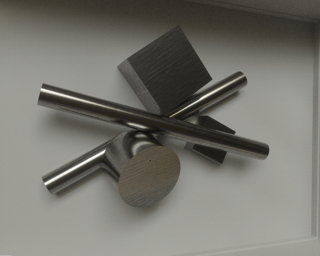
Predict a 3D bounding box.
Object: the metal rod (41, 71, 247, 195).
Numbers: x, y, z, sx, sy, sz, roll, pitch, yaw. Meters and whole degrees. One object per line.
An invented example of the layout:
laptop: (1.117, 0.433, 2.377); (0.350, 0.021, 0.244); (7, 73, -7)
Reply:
metal rod: (-0.006, -0.002, 0.407); (0.302, 0.025, 0.025); (-29, 100, -18)

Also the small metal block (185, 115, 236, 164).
small metal block: (0.071, 0.016, 0.435); (0.050, 0.025, 0.050); (28, 81, -18)

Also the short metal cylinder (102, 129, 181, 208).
short metal cylinder: (-0.023, 0.047, 0.373); (0.081, 0.050, 0.079); (-14, 119, -27)

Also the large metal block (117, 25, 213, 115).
large metal block: (0.006, -0.071, 0.398); (0.080, 0.050, 0.080); (-38, 103, -16)

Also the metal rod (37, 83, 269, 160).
metal rod: (0.008, -0.002, 0.386); (0.302, 0.025, 0.025); (14, 85, -20)
